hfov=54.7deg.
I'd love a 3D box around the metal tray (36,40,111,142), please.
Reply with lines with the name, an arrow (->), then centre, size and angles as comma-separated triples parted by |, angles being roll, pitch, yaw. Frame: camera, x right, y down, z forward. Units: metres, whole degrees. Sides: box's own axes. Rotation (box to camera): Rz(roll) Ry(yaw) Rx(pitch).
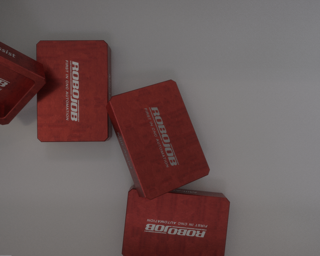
metal tray -> -0.111, -0.047, 0.408 | 0.091, 0.030, 0.129 | -1, 90, -1

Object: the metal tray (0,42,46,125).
metal tray -> -0.209, -0.061, 0.344 | 0.090, 0.131, 0.030 | -41, 49, 19

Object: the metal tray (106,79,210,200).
metal tray -> -0.003, 0.013, 0.389 | 0.091, 0.030, 0.129 | -19, 86, -21

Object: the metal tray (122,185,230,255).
metal tray -> 0.020, 0.127, 0.409 | 0.131, 0.030, 0.089 | 6, 90, 0
